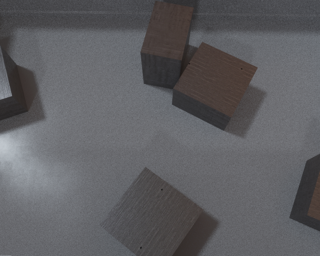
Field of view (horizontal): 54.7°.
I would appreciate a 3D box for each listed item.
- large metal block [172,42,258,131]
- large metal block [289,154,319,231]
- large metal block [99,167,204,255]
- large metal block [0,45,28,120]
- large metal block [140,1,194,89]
[{"bbox_3d":[0.071,-0.055,0.417,0.080,0.050,0.080,28,72,9],"label":"large metal block"},{"bbox_3d":[0.213,0.084,0.367,0.080,0.050,0.080,23,72,8],"label":"large metal block"},{"bbox_3d":[-0.009,0.105,0.358,0.080,0.050,0.080,35,74,12],"label":"large metal block"},{"bbox_3d":[-0.235,-0.053,0.414,0.080,0.050,0.080,-19,71,-7],"label":"large metal block"},{"bbox_3d":[0.010,-0.109,0.420,0.050,0.080,0.080,12,71,4],"label":"large metal block"}]
